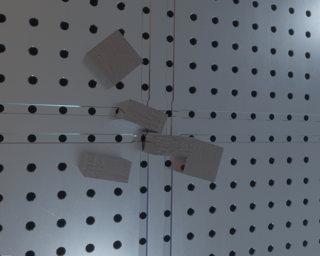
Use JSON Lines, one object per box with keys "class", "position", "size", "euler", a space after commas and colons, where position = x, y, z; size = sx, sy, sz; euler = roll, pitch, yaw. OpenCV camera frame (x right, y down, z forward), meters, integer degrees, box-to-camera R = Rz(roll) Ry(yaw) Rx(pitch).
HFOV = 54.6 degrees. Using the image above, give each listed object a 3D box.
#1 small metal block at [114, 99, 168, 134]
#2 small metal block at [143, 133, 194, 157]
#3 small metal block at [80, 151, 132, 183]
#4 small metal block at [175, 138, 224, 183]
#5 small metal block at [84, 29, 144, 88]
{"class": "small metal block", "position": [-0.025, -0.014, 0.390], "size": [0.050, 0.050, 0.025], "euler": [22, 83, -19]}
{"class": "small metal block", "position": [0.010, 0.022, 0.403], "size": [0.050, 0.050, 0.025], "euler": [5, 89, -20]}
{"class": "small metal block", "position": [-0.067, 0.047, 0.375], "size": [0.050, 0.050, 0.025], "euler": [12, 86, -20]}
{"class": "small metal block", "position": [0.055, 0.044, 0.433], "size": [0.050, 0.025, 0.050], "euler": [18, 84, -19]}
{"class": "small metal block", "position": [-0.058, -0.086, 0.391], "size": [0.050, 0.025, 0.050], "euler": [-43, 104, -15]}
